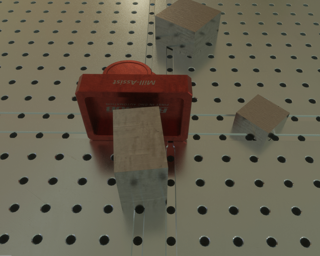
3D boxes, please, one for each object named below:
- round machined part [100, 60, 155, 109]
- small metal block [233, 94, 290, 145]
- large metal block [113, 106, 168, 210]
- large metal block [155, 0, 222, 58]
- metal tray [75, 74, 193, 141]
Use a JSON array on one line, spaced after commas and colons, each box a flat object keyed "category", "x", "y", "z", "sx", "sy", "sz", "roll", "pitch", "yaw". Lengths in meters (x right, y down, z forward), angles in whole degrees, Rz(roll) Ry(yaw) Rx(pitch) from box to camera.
[{"category": "round machined part", "x": -0.045, "y": -0.061, "z": 0.441, "sx": 0.099, "sy": 0.042, "sz": 0.098, "roll": 1, "pitch": 44, "yaw": 0}, {"category": "small metal block", "x": 0.136, "y": -0.012, "z": 0.419, "sx": 0.050, "sy": 0.025, "sz": 0.050, "roll": -37, "pitch": 59, "yaw": -27}, {"category": "large metal block", "x": -0.022, "y": 0.034, "z": 0.343, "sx": 0.050, "sy": 0.080, "sz": 0.080, "roll": -5, "pitch": 50, "yaw": -4}, {"category": "large metal block", "x": 0.048, "y": -0.177, "z": 0.540, "sx": 0.080, "sy": 0.050, "sz": 0.080, "roll": 31, "pitch": 56, "yaw": 23}, {"category": "metal tray", "x": -0.029, "y": -0.023, "z": 0.384, "sx": 0.131, "sy": 0.090, "sz": 0.030, "roll": 0, "pitch": 50, "yaw": 0}]
